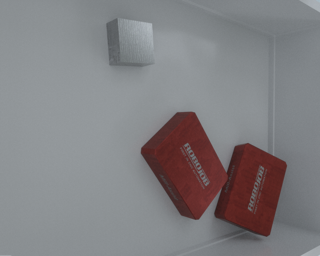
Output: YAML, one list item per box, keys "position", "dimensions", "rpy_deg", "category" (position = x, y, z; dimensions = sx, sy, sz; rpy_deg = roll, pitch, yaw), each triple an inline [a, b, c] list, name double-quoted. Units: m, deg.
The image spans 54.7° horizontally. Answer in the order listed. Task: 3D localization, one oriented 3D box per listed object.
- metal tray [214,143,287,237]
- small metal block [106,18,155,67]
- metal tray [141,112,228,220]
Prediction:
- position: [0.153, 0.101, 0.514]
  dimensions: [0.090, 0.030, 0.130]
  rpy_deg: [26, 72, -15]
  category: "metal tray"
- position: [-0.035, -0.103, 0.378]
  dimensions: [0.050, 0.025, 0.050]
  rpy_deg: [-7, 95, -40]
  category: "small metal block"
- position: [0.040, 0.053, 0.439]
  dimensions: [0.090, 0.030, 0.130]
  rpy_deg: [-45, 117, -31]
  category: "metal tray"
